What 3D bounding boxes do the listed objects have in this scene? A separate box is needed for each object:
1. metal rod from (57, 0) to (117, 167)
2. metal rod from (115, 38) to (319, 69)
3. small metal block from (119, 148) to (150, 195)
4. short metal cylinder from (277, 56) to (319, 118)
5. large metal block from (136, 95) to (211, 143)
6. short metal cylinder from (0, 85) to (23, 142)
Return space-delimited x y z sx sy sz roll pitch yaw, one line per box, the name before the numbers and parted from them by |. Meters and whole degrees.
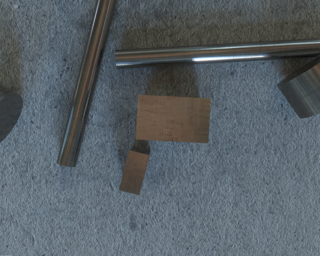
metal rod | -0.088 -0.097 0.409 0.025 0.025 0.298 14 90 0
metal rod | 0.093 -0.100 0.410 0.302 0.025 0.025 -3 90 0
small metal block | -0.031 0.054 0.397 0.025 0.050 0.050 14 90 0
short metal cylinder | 0.196 -0.055 0.384 0.080 0.080 0.050 -34 90 0
large metal block | 0.015 -0.010 0.383 0.080 0.080 0.050 3 90 0
short metal cylinder | -0.217 -0.019 0.381 0.050 0.080 0.080 29 90 0
